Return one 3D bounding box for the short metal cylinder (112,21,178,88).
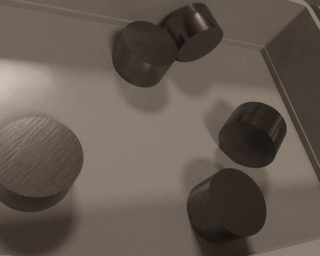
[{"bbox_3d":[-0.022,-0.105,0.443,0.081,0.050,0.080,14,56,-21],"label":"short metal cylinder"}]

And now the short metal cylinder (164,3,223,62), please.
[{"bbox_3d":[0.053,-0.150,0.492,0.081,0.080,0.050,-15,70,-34],"label":"short metal cylinder"}]

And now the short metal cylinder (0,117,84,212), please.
[{"bbox_3d":[-0.121,0.036,0.303,0.081,0.050,0.080,14,56,-21],"label":"short metal cylinder"}]

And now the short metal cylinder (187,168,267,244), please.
[{"bbox_3d":[0.080,0.095,0.377,0.081,0.050,0.080,14,56,-21],"label":"short metal cylinder"}]

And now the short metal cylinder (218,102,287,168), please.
[{"bbox_3d":[0.130,0.010,0.437,0.080,0.080,0.050,43,51,0],"label":"short metal cylinder"}]
